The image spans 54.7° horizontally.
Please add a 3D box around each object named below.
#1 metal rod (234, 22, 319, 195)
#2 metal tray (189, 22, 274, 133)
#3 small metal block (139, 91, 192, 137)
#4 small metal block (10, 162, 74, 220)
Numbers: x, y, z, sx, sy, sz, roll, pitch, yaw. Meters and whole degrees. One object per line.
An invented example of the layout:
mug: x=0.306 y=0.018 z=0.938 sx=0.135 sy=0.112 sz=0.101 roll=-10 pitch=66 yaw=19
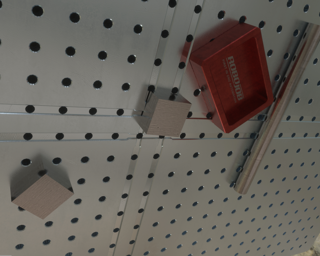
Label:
metal rod: x=0.186 y=-0.018 z=0.504 sx=0.025 sy=0.025 sz=0.298 roll=3 pitch=117 yaw=-30
metal tray: x=0.103 y=-0.065 z=0.426 sx=0.090 sy=0.030 sz=0.130 roll=-34 pitch=129 yaw=-7
small metal block: x=0.007 y=-0.017 z=0.406 sx=0.050 sy=0.025 sz=0.050 roll=6 pitch=116 yaw=-32
small metal block: x=-0.144 y=0.078 z=0.381 sx=0.050 sy=0.025 sz=0.050 roll=-40 pitch=130 yaw=-1
